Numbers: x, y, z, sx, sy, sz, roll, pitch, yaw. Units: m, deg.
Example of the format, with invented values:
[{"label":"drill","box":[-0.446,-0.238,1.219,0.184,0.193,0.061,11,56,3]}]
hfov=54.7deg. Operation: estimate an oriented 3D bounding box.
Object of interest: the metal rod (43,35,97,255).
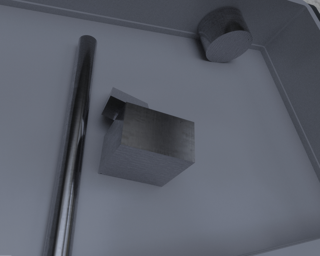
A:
[{"label":"metal rod","box":[-0.096,0.010,0.348,0.025,0.025,0.299,13,56,-22]}]

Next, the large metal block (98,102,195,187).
[{"label":"large metal block","box":[-0.016,0.023,0.349,0.081,0.080,0.050,16,56,-20]}]

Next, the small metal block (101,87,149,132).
[{"label":"small metal block","box":[-0.042,-0.024,0.383,0.050,0.025,0.050,25,14,-13]}]

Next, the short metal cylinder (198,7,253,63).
[{"label":"short metal cylinder","box":[0.110,-0.156,0.527,0.081,0.080,0.050,-1,63,-29]}]
